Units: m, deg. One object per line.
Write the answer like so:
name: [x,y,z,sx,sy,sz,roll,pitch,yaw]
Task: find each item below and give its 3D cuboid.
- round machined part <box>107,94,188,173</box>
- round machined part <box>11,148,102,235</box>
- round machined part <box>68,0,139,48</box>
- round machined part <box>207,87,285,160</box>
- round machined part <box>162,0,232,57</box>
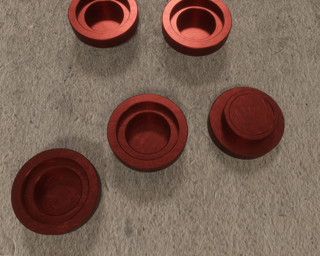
round machined part: [-0.015,0.009,0.396,0.099,0.042,0.098,0,70,-1]
round machined part: [-0.119,0.076,0.370,0.099,0.042,0.098,0,70,-1]
round machined part: [-0.081,-0.158,0.456,0.099,0.042,0.098,0,70,-1]
round machined part: [0.114,-0.011,0.405,0.099,0.042,0.098,0,70,-1]
round machined part: [0.052,-0.146,0.453,0.099,0.042,0.098,0,70,-1]
